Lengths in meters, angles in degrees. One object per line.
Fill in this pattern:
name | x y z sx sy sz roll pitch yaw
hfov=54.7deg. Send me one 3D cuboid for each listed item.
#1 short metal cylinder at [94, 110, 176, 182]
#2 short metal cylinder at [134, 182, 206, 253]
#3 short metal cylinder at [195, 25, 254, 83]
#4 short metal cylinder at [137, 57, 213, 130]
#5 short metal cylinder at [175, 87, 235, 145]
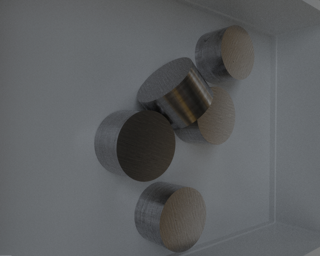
short metal cylinder | -0.029 0.019 0.364 0.081 0.050 0.079 -2 94 -38
short metal cylinder | 0.014 0.113 0.402 0.081 0.050 0.080 0 90 -40
short metal cylinder | 0.099 -0.111 0.473 0.081 0.050 0.080 0 90 -40
short metal cylinder | 0.019 -0.042 0.386 0.050 0.080 0.080 50 61 -29
short metal cylinder | 0.062 -0.017 0.442 0.081 0.050 0.080 0 90 -40
